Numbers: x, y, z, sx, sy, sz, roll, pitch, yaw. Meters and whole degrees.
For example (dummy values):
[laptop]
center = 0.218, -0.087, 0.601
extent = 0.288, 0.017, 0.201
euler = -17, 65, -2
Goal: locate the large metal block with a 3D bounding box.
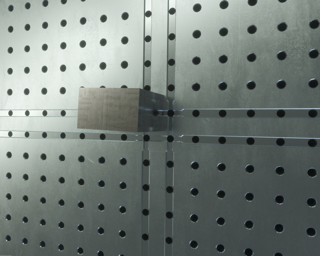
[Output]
[large metal block]
center = -0.048, -0.022, 0.401
extent = 0.080, 0.080, 0.050
euler = 3, 91, 20
